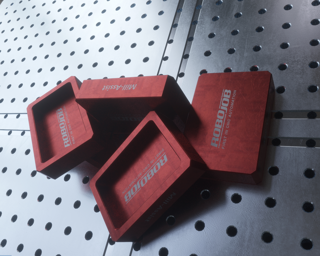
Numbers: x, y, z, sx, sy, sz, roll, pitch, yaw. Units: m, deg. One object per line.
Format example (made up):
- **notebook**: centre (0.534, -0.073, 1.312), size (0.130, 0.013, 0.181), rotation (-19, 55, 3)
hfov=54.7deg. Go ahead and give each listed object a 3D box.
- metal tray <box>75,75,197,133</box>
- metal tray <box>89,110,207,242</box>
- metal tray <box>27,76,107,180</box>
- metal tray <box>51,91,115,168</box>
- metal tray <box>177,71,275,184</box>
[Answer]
- **metal tray**: centre (-0.029, -0.026, 0.395), size (0.130, 0.090, 0.030), rotation (2, 63, 28)
- **metal tray**: centre (-0.020, 0.055, 0.356), size (0.130, 0.030, 0.090), rotation (-48, 50, 16)
- **metal tray**: centre (-0.135, -0.004, 0.436), size (0.090, 0.030, 0.130), rotation (-32, 52, 6)
- **metal tray**: centre (-0.116, -0.007, 0.468), size (0.090, 0.030, 0.130), rotation (-1, 62, 27)
- **metal tray**: centre (0.079, -0.005, 0.365), size (0.090, 0.030, 0.130), rotation (3, 63, 29)
